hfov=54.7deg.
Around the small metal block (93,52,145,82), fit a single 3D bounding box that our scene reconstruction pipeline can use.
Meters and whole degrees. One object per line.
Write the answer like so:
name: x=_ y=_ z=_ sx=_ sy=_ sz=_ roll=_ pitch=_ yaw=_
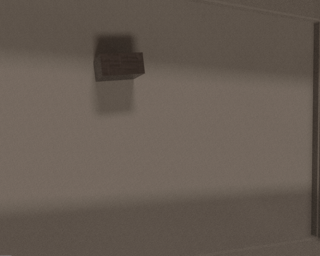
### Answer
small metal block: x=-0.051 y=-0.074 z=0.379 sx=0.050 sy=0.050 sz=0.025 roll=-7 pitch=93 yaw=-20
